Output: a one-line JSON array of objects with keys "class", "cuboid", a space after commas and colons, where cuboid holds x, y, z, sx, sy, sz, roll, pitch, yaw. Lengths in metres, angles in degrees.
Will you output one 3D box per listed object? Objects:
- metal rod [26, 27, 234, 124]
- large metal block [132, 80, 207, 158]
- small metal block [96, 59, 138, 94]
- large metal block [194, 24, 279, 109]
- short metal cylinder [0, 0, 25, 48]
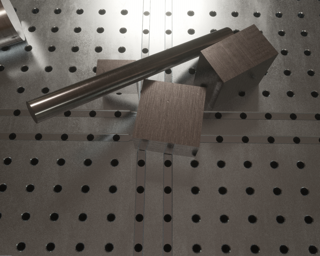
[{"class": "metal rod", "cuboid": [-0.015, -0.077, 0.392, 0.302, 0.025, 0.025, -28, 72, -29]}, {"class": "large metal block", "cuboid": [0.013, -0.012, 0.403, 0.080, 0.050, 0.080, 8, 70, 2]}, {"class": "small metal block", "cuboid": [-0.057, -0.069, 0.423, 0.050, 0.050, 0.025, 1, 70, 0]}, {"class": "large metal block", "cuboid": [0.096, -0.079, 0.412, 0.080, 0.080, 0.050, -29, 73, -10]}, {"class": "short metal cylinder", "cuboid": [-0.234, -0.154, 0.436, 0.050, 0.080, 0.080, -22, 72, -8]}]
